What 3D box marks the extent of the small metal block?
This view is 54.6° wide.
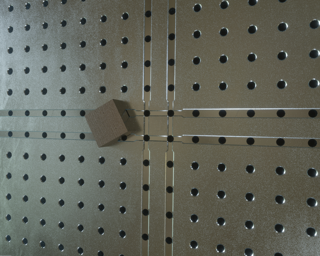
[{"bbox_3d":[-0.071,-0.006,0.438,0.050,0.025,0.050,-29,81,17],"label":"small metal block"}]
